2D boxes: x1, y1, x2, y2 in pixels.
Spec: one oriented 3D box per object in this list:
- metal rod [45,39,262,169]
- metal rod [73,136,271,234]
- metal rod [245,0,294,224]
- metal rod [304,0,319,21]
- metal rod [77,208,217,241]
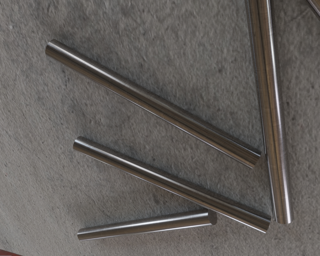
[{"bbox_3d":[-0.015,-0.034,0.391,0.301,0.025,0.025,29,128,9],"label":"metal rod"},{"bbox_3d":[0.007,0.076,0.448,0.301,0.025,0.025,21,126,15],"label":"metal rod"},{"bbox_3d":[0.119,-0.018,0.332,0.025,0.025,0.298,-2,118,29],"label":"metal rod"},{"bbox_3d":[0.156,-0.092,0.267,0.300,0.025,0.025,49,128,-7],"label":"metal rod"},{"bbox_3d":[-0.039,0.169,0.530,0.300,0.025,0.025,-21,108,35],"label":"metal rod"}]
